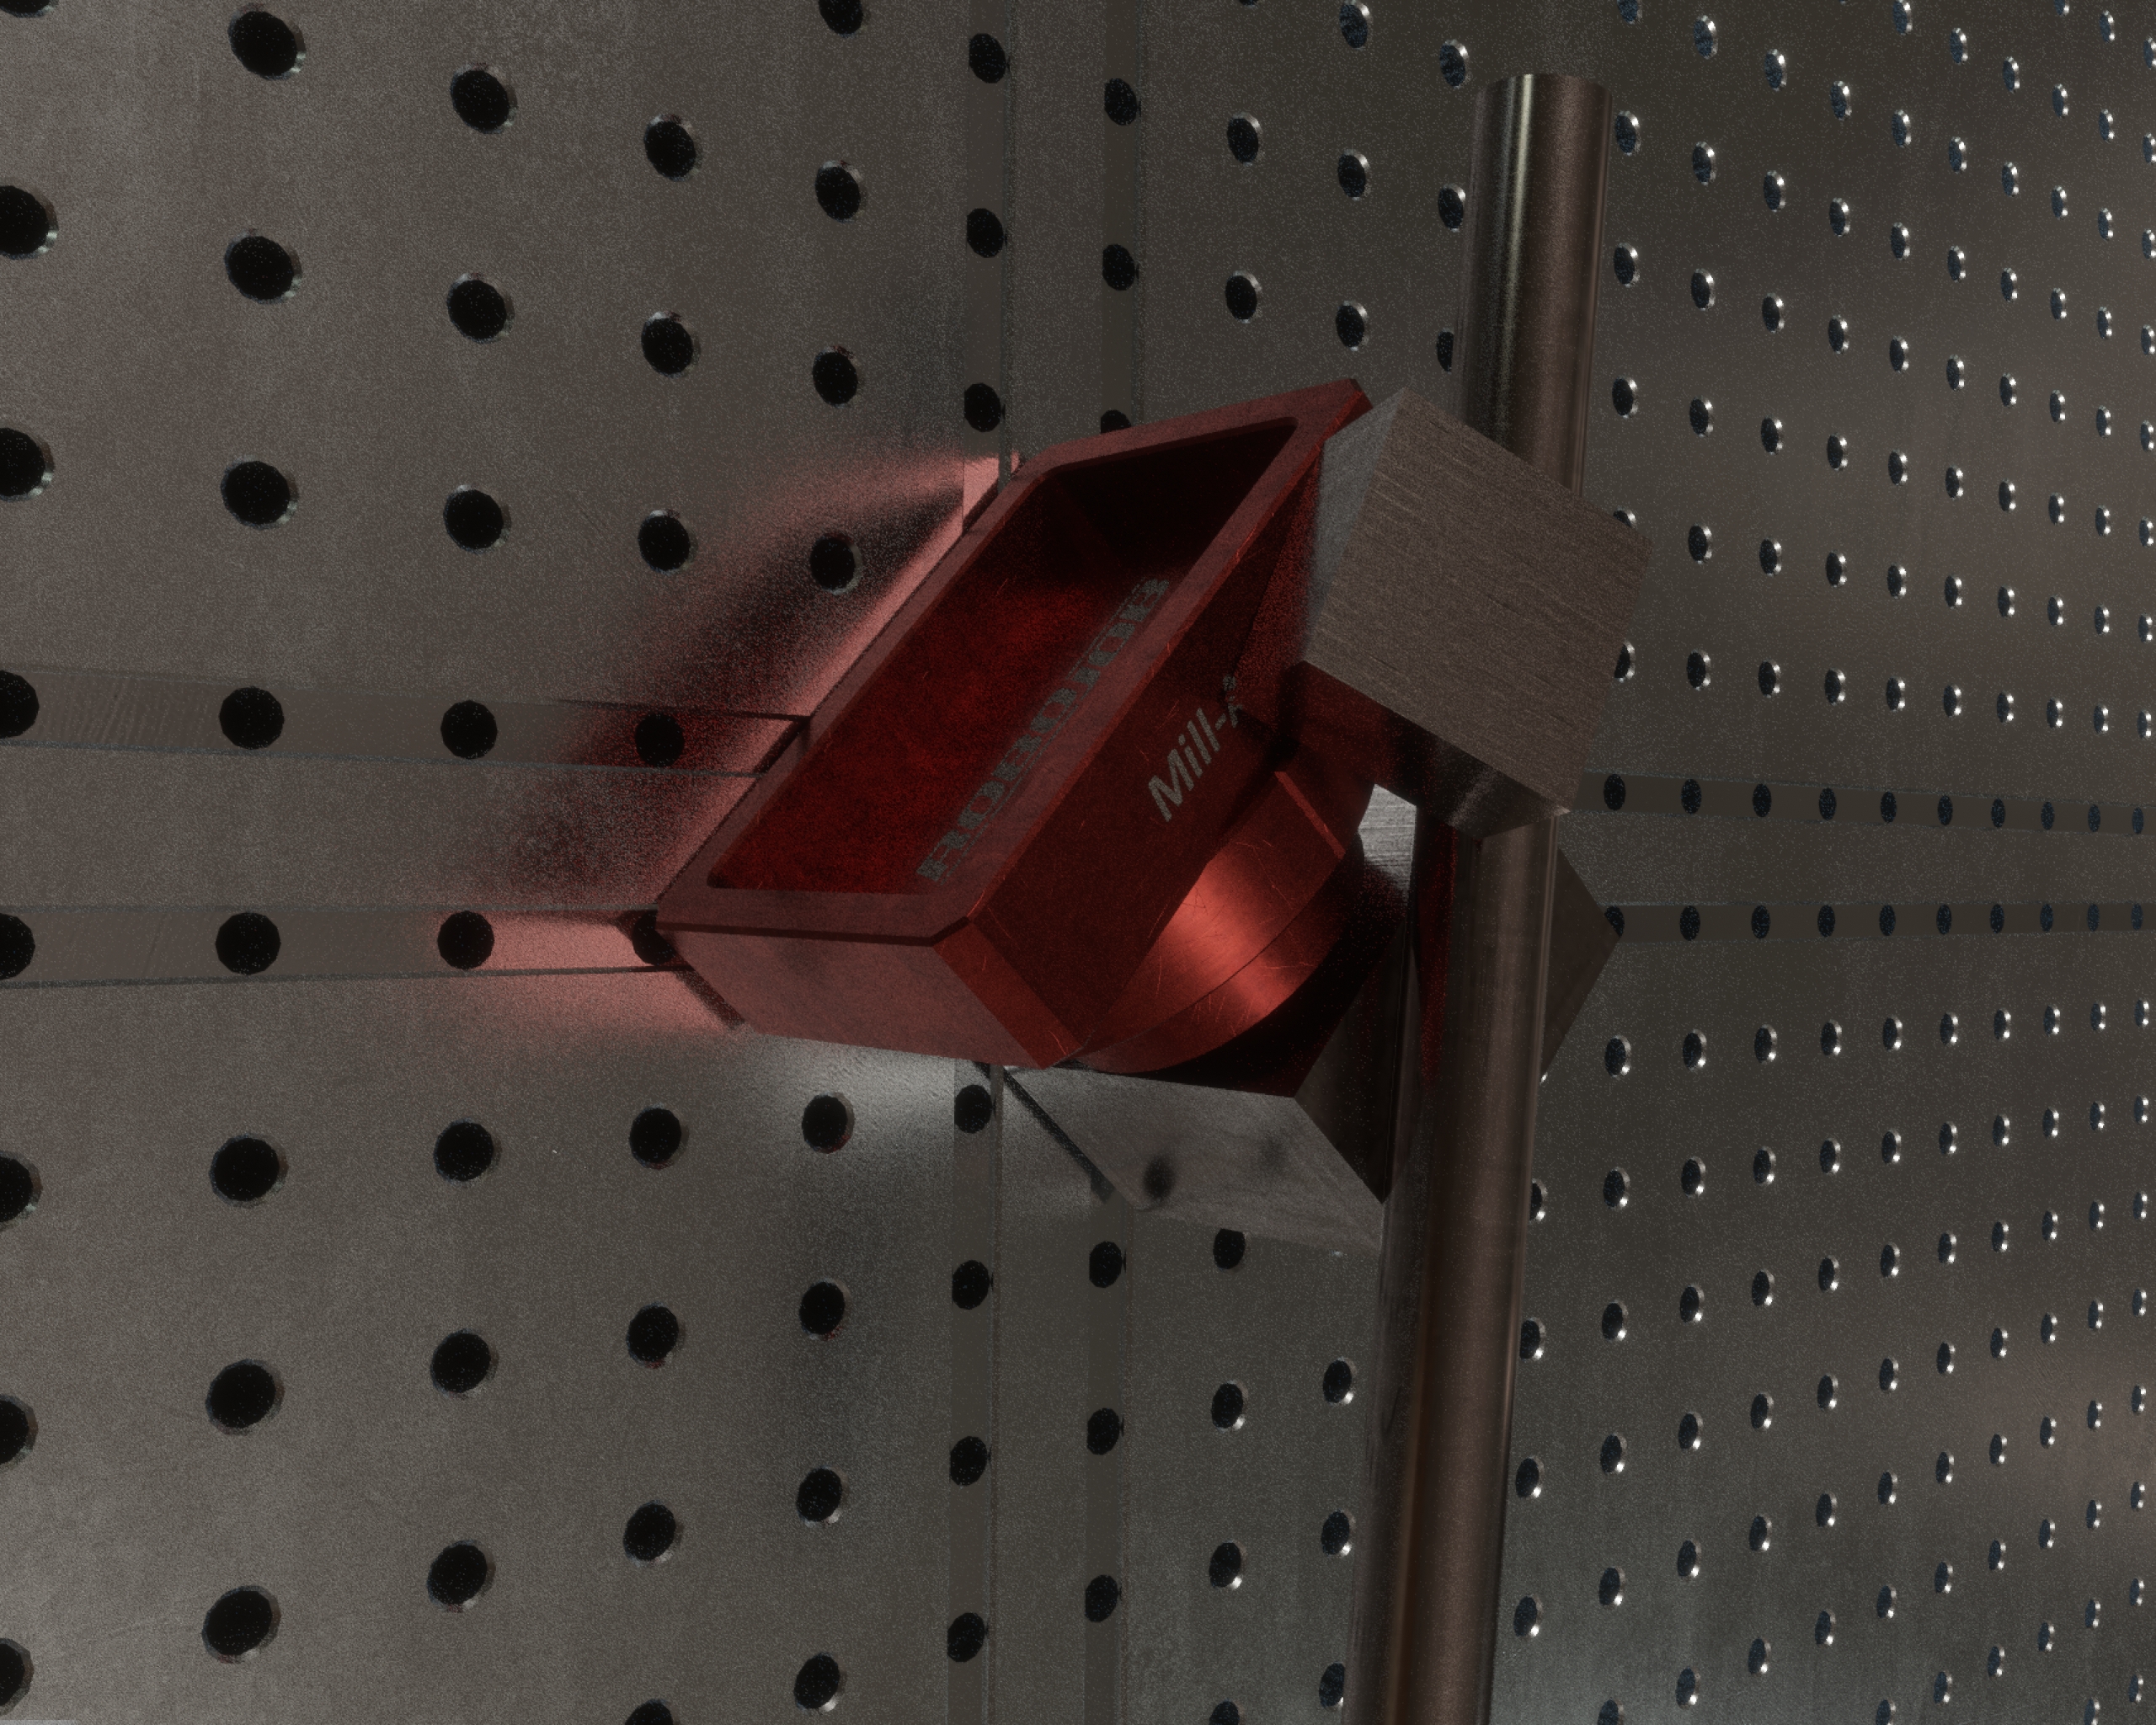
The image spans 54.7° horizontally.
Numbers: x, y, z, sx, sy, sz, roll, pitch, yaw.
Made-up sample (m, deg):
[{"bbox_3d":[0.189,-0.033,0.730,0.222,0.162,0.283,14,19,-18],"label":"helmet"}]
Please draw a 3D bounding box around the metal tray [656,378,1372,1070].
[{"bbox_3d":[-0.005,-0.026,0.364,0.030,0.090,0.130,51,60,-28],"label":"metal tray"}]

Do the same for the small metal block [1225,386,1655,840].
[{"bbox_3d":[0.058,-0.039,0.332,0.050,0.025,0.050,27,70,-17],"label":"small metal block"}]

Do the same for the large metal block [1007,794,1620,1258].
[{"bbox_3d":[0.045,0.027,0.410,0.050,0.080,0.080,51,60,-29],"label":"large metal block"}]

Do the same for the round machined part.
[{"bbox_3d":[0.012,-0.001,0.379,0.042,0.098,0.098,50,60,-29],"label":"round machined part"}]

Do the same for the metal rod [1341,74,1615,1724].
[{"bbox_3d":[0.070,0.011,0.366,0.025,0.025,0.298,9,84,-40],"label":"metal rod"}]
